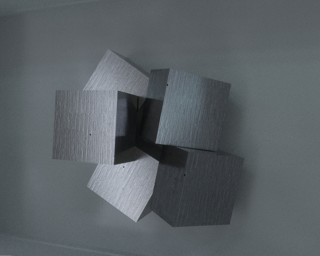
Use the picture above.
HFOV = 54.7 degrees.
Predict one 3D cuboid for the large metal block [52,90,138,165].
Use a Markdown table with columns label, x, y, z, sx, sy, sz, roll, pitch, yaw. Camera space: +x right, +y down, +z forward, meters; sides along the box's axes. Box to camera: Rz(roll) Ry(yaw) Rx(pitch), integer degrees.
| label | x | y | z | sx | sy | sz | roll | pitch | yaw |
| --- | --- | --- | --- | --- | --- | --- | --- | --- | --- |
| large metal block | -0.076 | -0.002 | 0.367 | 0.080 | 0.050 | 0.079 | 3 | 90 | 20 |

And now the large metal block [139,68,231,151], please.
| label | x | y | z | sx | sy | sz | roll | pitch | yaw |
| --- | --- | --- | --- | --- | --- | --- | --- | --- | --- |
| large metal block | 0.028 | -0.021 | 0.362 | 0.081 | 0.050 | 0.079 | 9 | 94 | -26 |

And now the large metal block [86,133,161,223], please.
| label | x | y | z | sx | sy | sz | roll | pitch | yaw |
| --- | --- | --- | --- | --- | --- | --- | --- | --- | --- |
| large metal block | -0.034 | 0.060 | 0.404 | 0.080 | 0.050 | 0.080 | 31 | 100 | 17 |

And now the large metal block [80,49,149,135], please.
| label | x | y | z | sx | sy | sz | roll | pitch | yaw |
| --- | --- | --- | --- | --- | --- | --- | --- | --- | --- |
| large metal block | -0.049 | -0.045 | 0.412 | 0.080 | 0.050 | 0.080 | 38 | 102 | 15 |

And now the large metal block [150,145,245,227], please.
| label | x | y | z | sx | sy | sz | roll | pitch | yaw |
| --- | --- | --- | --- | --- | --- | --- | --- | --- | --- |
| large metal block | 0.042 | 0.064 | 0.357 | 0.050 | 0.081 | 0.079 | 18 | 97 | 58 |
